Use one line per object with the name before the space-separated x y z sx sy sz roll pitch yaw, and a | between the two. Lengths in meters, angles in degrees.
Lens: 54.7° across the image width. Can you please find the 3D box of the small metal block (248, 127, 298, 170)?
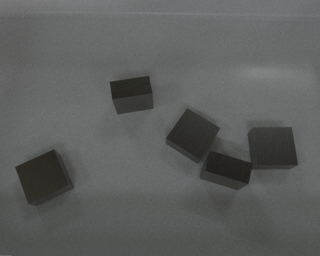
small metal block | 0.145 0.027 0.401 0.050 0.025 0.050 0 70 0

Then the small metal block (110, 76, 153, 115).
small metal block | -0.036 -0.043 0.412 0.050 0.050 0.025 -9 71 -4

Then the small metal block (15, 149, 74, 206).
small metal block | -0.143 0.062 0.386 0.050 0.025 0.050 -25 72 -9

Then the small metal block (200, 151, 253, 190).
small metal block | 0.079 0.053 0.377 0.050 0.050 0.025 17 71 6

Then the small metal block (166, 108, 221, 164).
small metal block | 0.043 0.011 0.406 0.050 0.025 0.050 32 73 11
